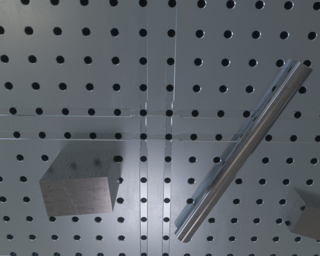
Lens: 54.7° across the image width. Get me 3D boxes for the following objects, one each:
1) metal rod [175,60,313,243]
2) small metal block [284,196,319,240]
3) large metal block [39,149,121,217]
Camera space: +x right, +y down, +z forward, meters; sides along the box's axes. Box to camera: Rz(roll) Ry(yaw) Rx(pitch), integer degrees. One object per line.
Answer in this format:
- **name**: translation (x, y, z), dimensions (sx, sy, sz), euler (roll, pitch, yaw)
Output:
- **metal rod**: translation (0.107, 0.044, 0.430), dimensions (0.025, 0.025, 0.298), euler (28, 108, -10)
- **small metal block**: translation (0.226, 0.136, 0.466), dimensions (0.050, 0.025, 0.050), euler (18, 109, -7)
- **large metal block**: translation (-0.100, 0.069, 0.409), dimensions (0.080, 0.080, 0.050), euler (-4, 110, 1)
